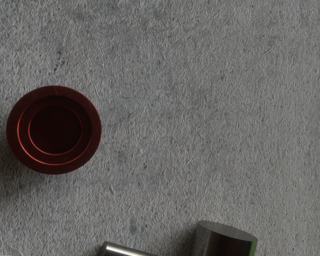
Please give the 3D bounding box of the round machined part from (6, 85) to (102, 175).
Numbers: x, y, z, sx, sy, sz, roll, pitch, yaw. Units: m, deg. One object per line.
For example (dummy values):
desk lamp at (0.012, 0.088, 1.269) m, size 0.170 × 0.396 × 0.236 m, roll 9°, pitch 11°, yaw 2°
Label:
round machined part at (-0.120, 0.002, 0.356) m, size 0.099 × 0.042 × 0.097 m, roll 0°, pitch 90°, yaw -21°

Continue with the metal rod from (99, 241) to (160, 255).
metal rod at (0.060, 0.209, 0.432) m, size 0.302 × 0.025 × 0.025 m, roll 23°, pitch 82°, yaw -19°

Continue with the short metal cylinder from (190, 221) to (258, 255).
short metal cylinder at (0.084, 0.161, 0.413) m, size 0.081 × 0.080 × 0.050 m, roll 16°, pitch 85°, yaw -20°
